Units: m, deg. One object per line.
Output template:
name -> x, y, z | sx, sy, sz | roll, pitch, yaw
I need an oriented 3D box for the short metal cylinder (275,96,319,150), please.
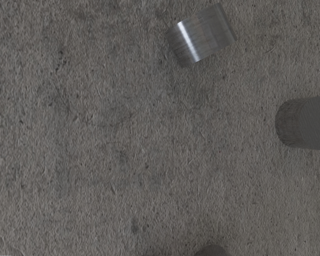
short metal cylinder -> 0.228, -0.007, 0.479 | 0.081, 0.050, 0.080 | 0, 90, -20

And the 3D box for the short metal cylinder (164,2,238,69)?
short metal cylinder -> 0.052, -0.117, 0.399 | 0.080, 0.080, 0.050 | -31, 100, -17

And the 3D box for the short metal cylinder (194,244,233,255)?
short metal cylinder -> 0.075, 0.204, 0.408 | 0.050, 0.080, 0.080 | 42, 77, -15
